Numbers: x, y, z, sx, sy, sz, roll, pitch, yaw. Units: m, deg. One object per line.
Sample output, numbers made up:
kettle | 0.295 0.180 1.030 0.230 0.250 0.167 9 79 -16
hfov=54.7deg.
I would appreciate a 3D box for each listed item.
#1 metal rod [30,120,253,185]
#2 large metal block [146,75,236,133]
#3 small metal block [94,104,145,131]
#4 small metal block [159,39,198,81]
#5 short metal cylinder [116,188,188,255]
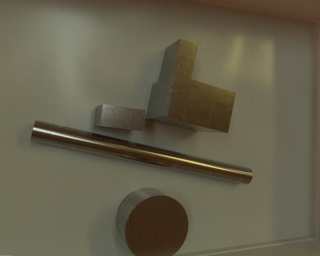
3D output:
metal rod | -0.008 0.037 0.408 0.302 0.025 0.025 14 85 -20
large metal block | 0.036 -0.027 0.396 0.081 0.080 0.050 13 86 -20
small metal block | -0.051 -0.012 0.379 0.050 0.050 0.025 7 88 -20
small metal block | 0.023 -0.083 0.407 0.025 0.050 0.050 14 85 -20
short metal cylinder | -0.011 0.120 0.394 0.081 0.050 0.079 0 90 -20
